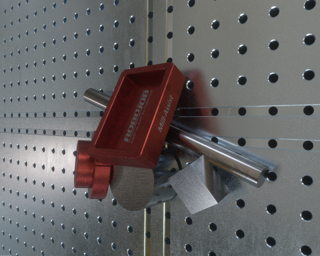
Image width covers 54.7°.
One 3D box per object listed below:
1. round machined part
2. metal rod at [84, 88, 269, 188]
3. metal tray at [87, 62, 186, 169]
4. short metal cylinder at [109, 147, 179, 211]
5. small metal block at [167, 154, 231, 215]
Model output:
[{"bbox_3d":[-0.099,0.052,0.444,0.098,0.042,0.097,-175,89,-73],"label":"round machined part"},{"bbox_3d":[-0.003,-0.001,0.407,0.300,0.025,0.025,25,106,37],"label":"metal rod"},{"bbox_3d":[-0.028,-0.017,0.386,0.090,0.030,0.130,0,61,39],"label":"metal tray"},{"bbox_3d":[-0.021,0.063,0.406,0.080,0.050,0.079,0,90,40],"label":"short metal cylinder"},{"bbox_3d":[0.043,0.065,0.354,0.050,0.025,0.050,55,140,7],"label":"small metal block"}]
